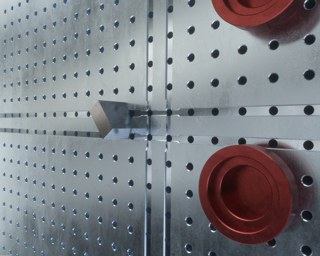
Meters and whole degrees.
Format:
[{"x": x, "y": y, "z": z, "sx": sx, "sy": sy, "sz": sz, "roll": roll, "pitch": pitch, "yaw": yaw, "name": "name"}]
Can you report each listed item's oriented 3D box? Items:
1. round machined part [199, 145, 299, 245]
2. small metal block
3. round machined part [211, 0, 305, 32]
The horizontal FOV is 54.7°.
[{"x": 0.093, "y": 0.065, "z": 0.322, "sx": 0.098, "sy": 0.042, "sz": 0.097, "roll": 0, "pitch": 90, "yaw": 40, "name": "round machined part"}, {"x": -0.066, "y": -0.012, "z": 0.448, "sx": 0.025, "sy": 0.050, "sz": 0.050, "roll": -45, "pitch": 63, "yaw": 31, "name": "small metal block"}, {"x": 0.104, "y": -0.147, "z": 0.313, "sx": 0.098, "sy": 0.042, "sz": 0.097, "roll": 0, "pitch": 90, "yaw": 40, "name": "round machined part"}]
